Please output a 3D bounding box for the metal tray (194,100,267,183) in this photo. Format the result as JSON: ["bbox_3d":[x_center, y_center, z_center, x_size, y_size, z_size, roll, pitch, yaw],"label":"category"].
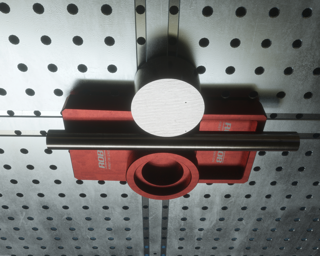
[{"bbox_3d":[0.084,0.023,0.423,0.091,0.030,0.129,0,130,-1],"label":"metal tray"}]

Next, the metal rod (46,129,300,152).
[{"bbox_3d":[0.017,0.015,0.380,0.302,0.025,0.025,0,130,-1],"label":"metal rod"}]

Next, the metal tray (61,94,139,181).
[{"bbox_3d":[-0.074,0.018,0.416,0.091,0.030,0.129,2,130,-2],"label":"metal tray"}]

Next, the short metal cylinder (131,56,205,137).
[{"bbox_3d":[0.009,-0.036,0.359,0.081,0.050,0.079,0,130,0],"label":"short metal cylinder"}]

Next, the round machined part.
[{"bbox_3d":[0.004,0.053,0.429,0.099,0.042,0.097,0,130,0],"label":"round machined part"}]
